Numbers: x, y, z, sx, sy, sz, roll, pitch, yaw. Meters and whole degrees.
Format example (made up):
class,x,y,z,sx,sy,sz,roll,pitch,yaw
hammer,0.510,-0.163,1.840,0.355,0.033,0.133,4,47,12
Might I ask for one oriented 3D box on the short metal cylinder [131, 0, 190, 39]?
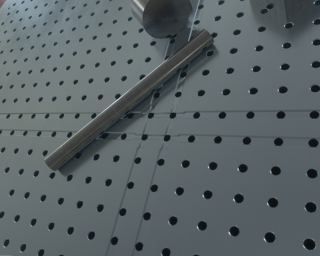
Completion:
class,x,y,z,sx,sy,sz,roll,pitch,yaw
short metal cylinder,0.000,-0.190,0.489,0.080,0.080,0.050,-35,51,5

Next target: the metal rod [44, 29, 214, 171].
class,x,y,z,sx,sy,sz,roll,pitch,yaw
metal rod,-0.045,-0.040,0.456,0.300,0.025,0.025,-39,51,1

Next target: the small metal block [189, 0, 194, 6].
class,x,y,z,sx,sy,sz,roll,pitch,yaw
small metal block,0.035,-0.237,0.535,0.050,0.025,0.050,7,65,31

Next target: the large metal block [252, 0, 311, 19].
class,x,y,z,sx,sy,sz,roll,pitch,yaw
large metal block,0.176,-0.210,0.429,0.080,0.050,0.080,-38,51,2
